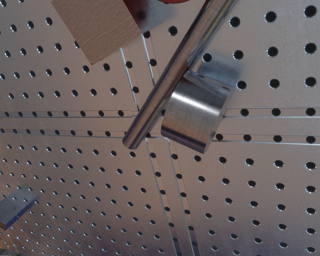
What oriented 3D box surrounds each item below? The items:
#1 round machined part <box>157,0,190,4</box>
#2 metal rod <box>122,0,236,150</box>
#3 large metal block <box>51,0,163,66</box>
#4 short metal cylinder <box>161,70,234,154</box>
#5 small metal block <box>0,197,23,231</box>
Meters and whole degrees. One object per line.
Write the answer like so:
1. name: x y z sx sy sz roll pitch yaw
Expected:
1. round machined part: 0.010 -0.168 0.290 0.098 0.042 0.097 13 124 20
2. metal rod: 0.024 -0.074 0.351 0.025 0.025 0.298 37 129 3
3. large metal block: -0.058 -0.129 0.345 0.080 0.050 0.080 -21 107 35
4. short metal cylinder: 0.042 -0.017 0.342 0.050 0.080 0.079 24 127 13
5. small metal block: -0.345 0.192 0.692 0.050 0.050 0.025 29 128 9
